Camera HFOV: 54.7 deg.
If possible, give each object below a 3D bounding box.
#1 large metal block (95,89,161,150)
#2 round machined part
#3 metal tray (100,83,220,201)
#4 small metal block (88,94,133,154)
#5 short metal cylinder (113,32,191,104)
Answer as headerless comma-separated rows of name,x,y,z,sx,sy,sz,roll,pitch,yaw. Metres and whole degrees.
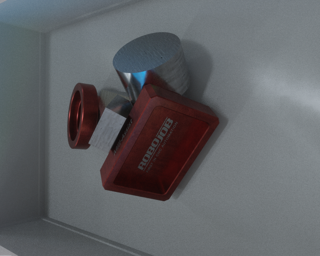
large metal block,-0.041,-0.004,0.420,0.080,0.050,0.079,19,102,38
round machined part,-0.107,-0.016,0.464,0.098,0.042,0.098,-19,68,60
metal tray,-0.003,0.023,0.361,0.129,0.091,0.030,-60,29,22
small metal block,-0.055,-0.006,0.365,0.025,0.050,0.050,28,113,-4
short metal cylinder,-0.008,-0.070,0.366,0.080,0.080,0.050,21,147,38
